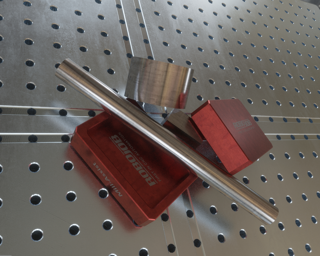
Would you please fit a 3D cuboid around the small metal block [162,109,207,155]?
[{"bbox_3d":[0.024,0.008,0.394,0.050,0.050,0.025,35,51,-5],"label":"small metal block"}]

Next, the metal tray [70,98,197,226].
[{"bbox_3d":[-0.028,0.035,0.363,0.130,0.030,0.091,49,51,6],"label":"metal tray"}]

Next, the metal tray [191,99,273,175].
[{"bbox_3d":[0.102,0.005,0.419,0.090,0.030,0.131,57,28,13],"label":"metal tray"}]

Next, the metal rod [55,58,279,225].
[{"bbox_3d":[0.012,0.019,0.360,0.301,0.025,0.025,36,51,-5],"label":"metal rod"}]

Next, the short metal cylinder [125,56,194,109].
[{"bbox_3d":[-0.001,-0.058,0.395,0.081,0.080,0.050,8,100,-24],"label":"short metal cylinder"}]
